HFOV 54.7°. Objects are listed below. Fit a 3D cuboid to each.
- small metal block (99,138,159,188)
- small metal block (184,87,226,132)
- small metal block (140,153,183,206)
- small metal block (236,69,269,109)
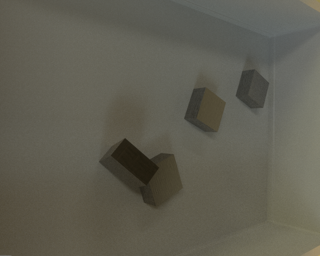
[{"bbox_3d":[-0.036,0.042,0.352,0.050,0.050,0.025,42,63,-10],"label":"small metal block"},{"bbox_3d":[0.069,-0.026,0.467,0.050,0.025,0.050,30,71,-36],"label":"small metal block"},{"bbox_3d":[-0.001,0.066,0.408,0.050,0.025,0.050,-26,107,-38],"label":"small metal block"},{"bbox_3d":[0.164,-0.068,0.547,0.050,0.025,0.050,30,72,-36],"label":"small metal block"}]
